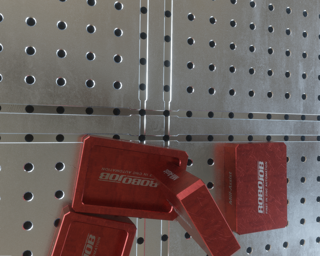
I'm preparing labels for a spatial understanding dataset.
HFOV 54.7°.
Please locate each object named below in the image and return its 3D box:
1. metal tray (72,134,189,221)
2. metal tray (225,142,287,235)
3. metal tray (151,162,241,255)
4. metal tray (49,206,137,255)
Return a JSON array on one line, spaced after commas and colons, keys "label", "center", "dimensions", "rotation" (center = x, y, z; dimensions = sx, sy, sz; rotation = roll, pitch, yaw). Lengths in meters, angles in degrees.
[{"label": "metal tray", "center": [-0.036, 0.063, 0.389], "dimensions": [0.131, 0.030, 0.089], "rotation": [10, 90, -16]}, {"label": "metal tray", "center": [0.145, 0.087, 0.465], "dimensions": [0.091, 0.030, 0.129], "rotation": [-1, 90, -21]}, {"label": "metal tray", "center": [0.034, 0.092, 0.369], "dimensions": [0.030, 0.130, 0.090], "rotation": [-32, 101, -11]}, {"label": "metal tray", "center": [-0.091, 0.169, 0.377], "dimensions": [0.091, 0.030, 0.129], "rotation": [18, 84, -20]}]
